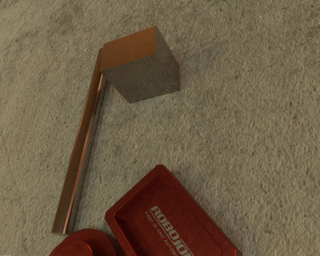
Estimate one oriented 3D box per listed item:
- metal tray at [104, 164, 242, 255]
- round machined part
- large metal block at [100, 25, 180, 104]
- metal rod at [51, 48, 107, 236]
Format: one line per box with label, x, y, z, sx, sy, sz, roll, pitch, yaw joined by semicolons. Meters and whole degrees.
metal tray;0.009;0.112;0.326;0.090;0.030;0.130;-43;51;-2
round machined part;-0.089;0.160;0.340;0.098;0.042;0.098;-13;56;20
large metal block;-0.025;-0.084;0.432;0.080;0.080;0.050;-13;57;21
metal rod;-0.108;0.002;0.456;0.025;0.025;0.299;-7;58;24
